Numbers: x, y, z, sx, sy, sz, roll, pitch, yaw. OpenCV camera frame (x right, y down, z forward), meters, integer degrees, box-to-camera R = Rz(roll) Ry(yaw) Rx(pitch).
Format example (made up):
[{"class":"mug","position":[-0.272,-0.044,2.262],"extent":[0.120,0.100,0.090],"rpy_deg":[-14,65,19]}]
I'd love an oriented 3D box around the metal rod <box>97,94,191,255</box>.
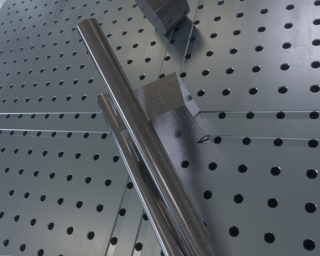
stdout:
[{"class":"metal rod","position":[-0.025,0.058,0.386],"extent":[0.025,0.025,0.300],"rpy_deg":[-35,51,5]}]

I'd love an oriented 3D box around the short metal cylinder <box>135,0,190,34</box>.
[{"class":"short metal cylinder","position":[0.002,-0.198,0.493],"extent":[0.050,0.080,0.080],"rpy_deg":[-41,51,0]}]

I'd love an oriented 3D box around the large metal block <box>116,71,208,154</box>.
[{"class":"large metal block","position":[0.003,-0.011,0.378],"extent":[0.080,0.080,0.050],"rpy_deg":[-22,54,15]}]

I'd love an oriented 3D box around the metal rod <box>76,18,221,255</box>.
[{"class":"metal rod","position":[-0.012,0.016,0.318],"extent":[0.025,0.025,0.299],"rpy_deg":[-30,80,9]}]
